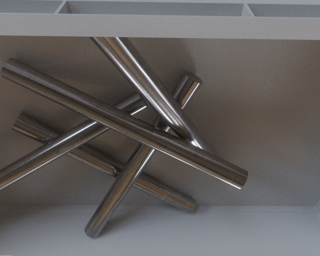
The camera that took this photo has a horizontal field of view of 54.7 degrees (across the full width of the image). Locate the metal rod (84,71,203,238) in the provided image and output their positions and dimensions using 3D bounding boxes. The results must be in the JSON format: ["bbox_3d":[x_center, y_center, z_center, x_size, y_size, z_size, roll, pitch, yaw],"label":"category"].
[{"bbox_3d":[-0.034,0.052,0.426,0.025,0.025,0.298,24,118,-19],"label":"metal rod"}]

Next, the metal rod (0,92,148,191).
[{"bbox_3d":[-0.151,0.036,0.401,0.301,0.025,0.025,-29,125,8],"label":"metal rod"}]

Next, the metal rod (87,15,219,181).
[{"bbox_3d":[0.022,-0.007,0.361,0.025,0.025,0.300,-23,139,18],"label":"metal rod"}]

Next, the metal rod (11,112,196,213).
[{"bbox_3d":[-0.067,0.061,0.459,0.301,0.025,0.025,30,124,-24],"label":"metal rod"}]

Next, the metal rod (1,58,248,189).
[{"bbox_3d":[-0.037,-0.003,0.361,0.301,0.025,0.025,26,127,-4],"label":"metal rod"}]
